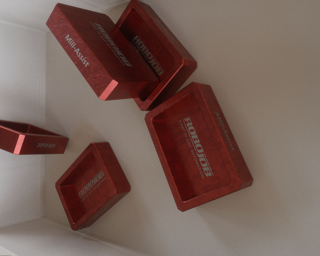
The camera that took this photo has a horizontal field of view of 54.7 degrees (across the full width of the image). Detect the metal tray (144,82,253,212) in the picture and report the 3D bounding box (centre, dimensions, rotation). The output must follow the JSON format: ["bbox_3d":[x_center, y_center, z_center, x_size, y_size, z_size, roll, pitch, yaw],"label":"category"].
[{"bbox_3d":[0.041,0.023,0.368,0.090,0.030,0.130,-33,70,35],"label":"metal tray"}]

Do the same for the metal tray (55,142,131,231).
[{"bbox_3d":[-0.111,0.093,0.492,0.129,0.030,0.090,-44,64,30],"label":"metal tray"}]

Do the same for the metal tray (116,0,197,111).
[{"bbox_3d":[-0.020,-0.097,0.417,0.090,0.030,0.130,-48,62,29],"label":"metal tray"}]

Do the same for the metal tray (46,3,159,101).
[{"bbox_3d":[-0.070,-0.094,0.388,0.030,0.091,0.130,-46,73,30],"label":"metal tray"}]

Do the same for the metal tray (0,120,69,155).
[{"bbox_3d":[-0.220,0.014,0.498,0.090,0.130,0.030,18,90,13],"label":"metal tray"}]
